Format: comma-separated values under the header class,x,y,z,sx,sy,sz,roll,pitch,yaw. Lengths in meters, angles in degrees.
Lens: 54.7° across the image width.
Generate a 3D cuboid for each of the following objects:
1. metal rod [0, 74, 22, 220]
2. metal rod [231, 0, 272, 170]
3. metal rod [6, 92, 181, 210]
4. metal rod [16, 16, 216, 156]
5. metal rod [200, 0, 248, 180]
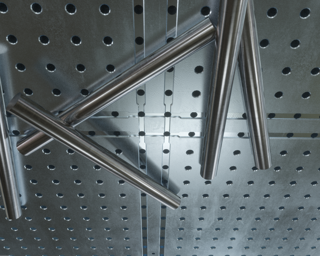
class,x,y,z,sx,sy,sz,roll,pitch,yaw
metal rod,-0.223,0.036,0.438,0.025,0.025,0.298,8,130,-7
metal rod,0.108,-0.056,0.365,0.025,0.025,0.299,-14,129,11
metal rod,-0.068,0.048,0.429,0.025,0.025,0.301,-31,131,23
metal rod,-0.066,-0.039,0.377,0.300,0.025,0.025,-28,125,21
metal rod,0.070,-0.035,0.365,0.025,0.025,0.298,-1,136,1
